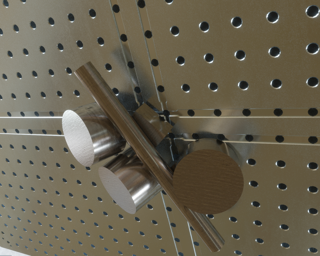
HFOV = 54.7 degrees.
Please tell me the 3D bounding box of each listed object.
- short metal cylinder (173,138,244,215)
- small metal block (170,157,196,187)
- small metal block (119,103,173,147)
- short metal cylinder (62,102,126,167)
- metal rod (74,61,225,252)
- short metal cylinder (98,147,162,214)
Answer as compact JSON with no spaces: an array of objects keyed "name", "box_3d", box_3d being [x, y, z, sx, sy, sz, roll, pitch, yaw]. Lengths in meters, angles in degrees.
[{"name":"short metal cylinder","box_3d":[0.059,0.057,0.378,0.080,0.050,0.079,2,103,9]},{"name":"small metal block","box_3d":[0.032,0.070,0.433,0.050,0.025,0.050,42,129,-1]},{"name":"small metal block","box_3d":[-0.019,0.003,0.418,0.050,0.025,0.050,40,129,1]},{"name":"short metal cylinder","box_3d":[-0.091,0.006,0.424,0.080,0.050,0.079,26,127,40]},{"name":"metal rod","box_3d":[-0.008,0.044,0.405,0.025,0.025,0.299,-28,103,37]},{"name":"short metal cylinder","box_3d":[-0.042,0.074,0.441,0.080,0.050,0.079,35,144,30]}]
